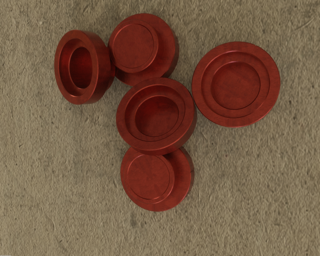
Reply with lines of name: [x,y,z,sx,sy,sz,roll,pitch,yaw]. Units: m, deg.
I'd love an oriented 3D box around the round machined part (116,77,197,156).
round machined part: [-0.002,-0.011,0.390,0.098,0.042,0.098,-6,65,14]

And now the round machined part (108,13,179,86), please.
round machined part: [-0.027,-0.104,0.409,0.098,0.042,0.097,0,90,19]

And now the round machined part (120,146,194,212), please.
round machined part: [-0.008,0.060,0.402,0.098,0.042,0.097,0,90,19]

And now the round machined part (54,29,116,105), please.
round machined part: [-0.099,-0.082,0.423,0.098,0.042,0.097,7,102,40]

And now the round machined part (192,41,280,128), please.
round machined part: [0.090,-0.049,0.369,0.098,0.042,0.097,0,90,19]
